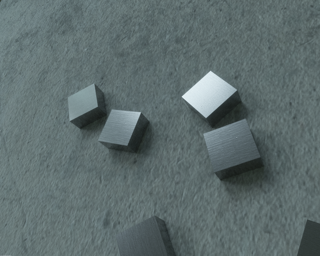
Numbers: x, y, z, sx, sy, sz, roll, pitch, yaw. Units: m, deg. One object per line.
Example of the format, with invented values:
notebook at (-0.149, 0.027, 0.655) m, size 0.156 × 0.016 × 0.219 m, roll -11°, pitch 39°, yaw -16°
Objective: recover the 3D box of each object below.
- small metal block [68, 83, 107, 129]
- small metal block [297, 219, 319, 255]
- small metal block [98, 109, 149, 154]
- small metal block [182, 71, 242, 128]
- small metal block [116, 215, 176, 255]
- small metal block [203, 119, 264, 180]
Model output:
small metal block at (-0.114, -0.034, 0.482) m, size 0.050 × 0.025 × 0.050 m, roll -26°, pitch 53°, yaw 12°
small metal block at (0.144, 0.112, 0.259) m, size 0.050 × 0.025 × 0.050 m, roll 13°, pitch 68°, yaw 33°
small metal block at (-0.050, 0.004, 0.426) m, size 0.050 × 0.025 × 0.050 m, roll 7°, pitch 65°, yaw 31°
small metal block at (0.065, -0.037, 0.392) m, size 0.050 × 0.025 × 0.050 m, roll -42°, pitch 51°, yaw -1°
small metal block at (-0.015, 0.130, 0.331) m, size 0.050 × 0.025 × 0.050 m, roll -29°, pitch 52°, yaw 9°
small metal block at (0.081, 0.024, 0.346) m, size 0.050 × 0.025 × 0.050 m, roll -21°, pitch 54°, yaw 15°
